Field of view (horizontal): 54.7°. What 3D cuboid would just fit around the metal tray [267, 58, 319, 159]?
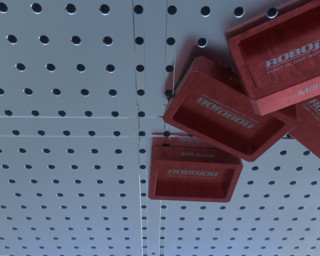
[{"bbox_3d":[0.204,-0.022,0.393,0.130,0.030,0.090,33,123,-25],"label":"metal tray"}]

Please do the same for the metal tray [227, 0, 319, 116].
[{"bbox_3d":[0.142,-0.076,0.303,0.130,0.090,0.030,-21,143,17],"label":"metal tray"}]

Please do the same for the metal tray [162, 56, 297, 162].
[{"bbox_3d":[0.080,-0.018,0.368,0.131,0.030,0.089,25,136,-7],"label":"metal tray"}]

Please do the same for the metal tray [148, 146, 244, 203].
[{"bbox_3d":[0.050,0.072,0.470,0.131,0.030,0.089,3,130,-4],"label":"metal tray"}]
